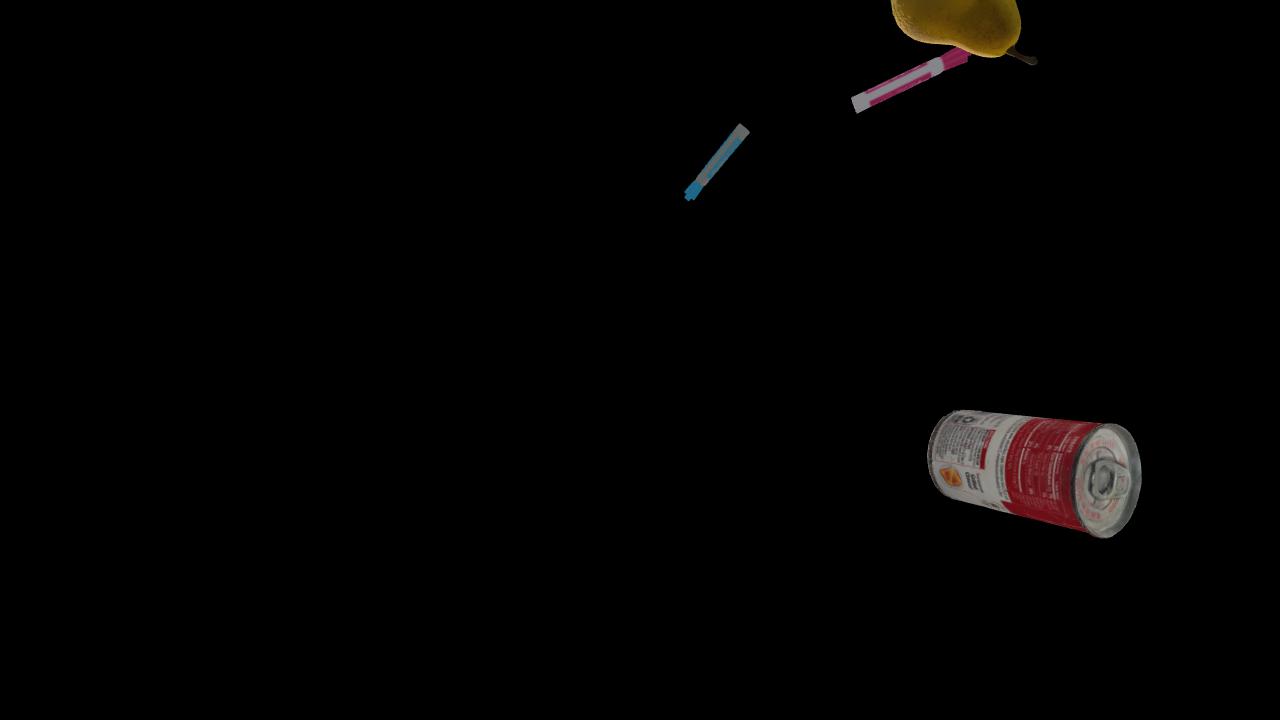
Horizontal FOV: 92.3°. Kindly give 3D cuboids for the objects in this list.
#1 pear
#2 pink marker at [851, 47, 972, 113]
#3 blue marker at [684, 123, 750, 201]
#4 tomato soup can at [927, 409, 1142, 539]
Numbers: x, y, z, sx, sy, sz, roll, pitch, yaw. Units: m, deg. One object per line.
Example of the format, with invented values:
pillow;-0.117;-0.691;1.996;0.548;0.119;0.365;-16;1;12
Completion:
pear;0.226;-0.241;0.424;0.080;0.111;0.080;-23;-12;-5
pink marker;0.289;-0.301;0.657;0.121;0.020;0.020;-20;-8;23
blue marker;0.102;-0.267;0.841;0.121;0.020;0.020;-48;-24;23
tomato soup can;0.253;0.070;0.404;0.068;0.068;0.101;0;1;-26
